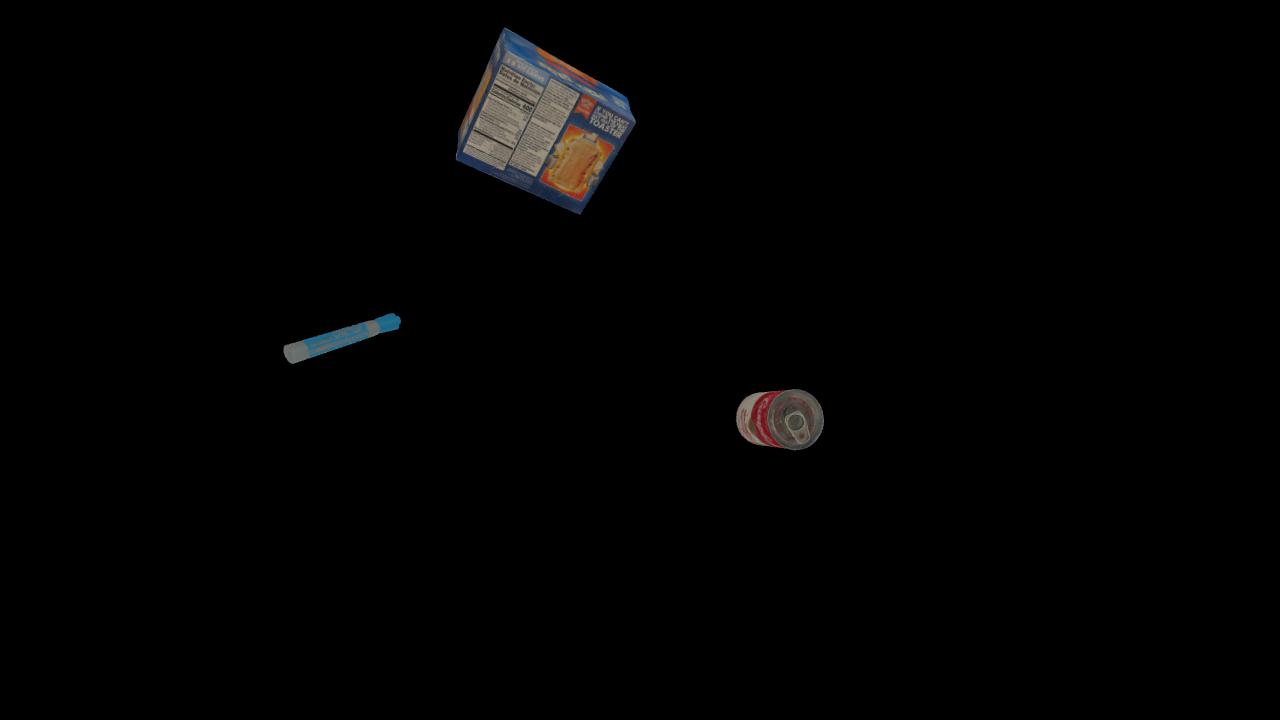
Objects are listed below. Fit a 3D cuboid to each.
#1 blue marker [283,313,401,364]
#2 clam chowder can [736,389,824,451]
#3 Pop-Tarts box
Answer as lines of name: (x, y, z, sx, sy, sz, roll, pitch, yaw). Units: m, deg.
blue marker: (-0.298, -0.025, 0.627, 0.020, 0.020, 0.121, 0, 19, 37)
clam chowder can: (0.162, 0.069, 0.726, 0.068, 0.068, 0.102, 0, -5, -12)
Pop-Tarts box: (-0.115, -0.280, 0.739, 0.167, 0.083, 0.141, 18, -53, -30)
